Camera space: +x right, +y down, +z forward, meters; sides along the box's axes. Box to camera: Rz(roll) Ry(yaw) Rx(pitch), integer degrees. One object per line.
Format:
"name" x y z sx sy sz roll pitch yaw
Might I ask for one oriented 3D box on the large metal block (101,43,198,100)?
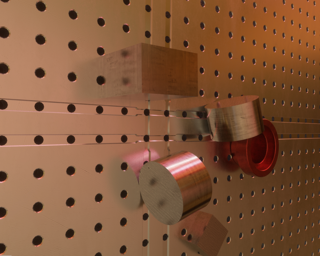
"large metal block" -0.013 -0.061 0.362 0.081 0.080 0.050 -1 91 -40

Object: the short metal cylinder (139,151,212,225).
"short metal cylinder" 0.018 0.073 0.389 0.050 0.080 0.079 -16 100 -39

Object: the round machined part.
"round machined part" 0.159 0.033 0.531 0.099 0.042 0.097 -1 91 -40

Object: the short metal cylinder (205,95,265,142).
"short metal cylinder" 0.112 -0.016 0.467 0.081 0.080 0.050 -22 104 -38

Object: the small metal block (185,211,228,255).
"small metal block" 0.072 0.163 0.470 0.050 0.025 0.050 49 61 -29
